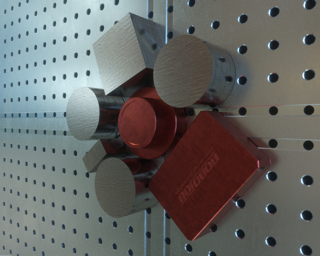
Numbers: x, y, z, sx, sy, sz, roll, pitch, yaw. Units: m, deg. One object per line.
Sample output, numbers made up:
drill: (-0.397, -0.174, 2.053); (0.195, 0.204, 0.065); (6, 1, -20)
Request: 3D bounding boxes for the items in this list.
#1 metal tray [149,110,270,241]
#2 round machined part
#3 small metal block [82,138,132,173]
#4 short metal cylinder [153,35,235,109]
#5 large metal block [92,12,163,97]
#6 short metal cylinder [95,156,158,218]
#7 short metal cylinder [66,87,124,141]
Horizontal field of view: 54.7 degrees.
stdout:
metal tray: (0.051, 0.055, 0.363); (0.090, 0.030, 0.129); (48, 118, 29)
round machined part: (-0.018, -0.007, 0.412); (0.098, 0.042, 0.097); (0, 90, 40)
small metal block: (-0.077, 0.040, 0.456); (0.050, 0.050, 0.025); (-45, 63, 31)
short metal cylinder: (0.039, -0.062, 0.360); (0.080, 0.050, 0.080); (0, 90, 40)
large metal block: (-0.041, -0.096, 0.427); (0.080, 0.050, 0.080); (-27, 73, 37)
short metal cylinder: (-0.045, 0.079, 0.430); (0.080, 0.050, 0.080); (0, 90, 40)
short metal cylinder: (-0.098, -0.021, 0.473); (0.080, 0.050, 0.080); (0, 90, 40)
